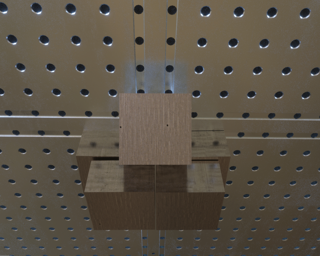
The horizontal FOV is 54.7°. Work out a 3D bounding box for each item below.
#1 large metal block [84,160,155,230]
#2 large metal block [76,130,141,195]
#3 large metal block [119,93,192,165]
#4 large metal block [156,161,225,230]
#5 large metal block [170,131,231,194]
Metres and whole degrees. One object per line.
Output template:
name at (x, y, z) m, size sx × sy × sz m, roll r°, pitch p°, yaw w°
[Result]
large metal block at (-0.047, 0.087, 0.400) m, size 0.081 × 0.050 × 0.079 m, roll 0°, pitch 130°, yaw -1°
large metal block at (-0.068, 0.050, 0.438) m, size 0.081 × 0.050 × 0.079 m, roll 1°, pitch 130°, yaw -2°
large metal block at (-0.005, 0.002, 0.370) m, size 0.081 × 0.050 × 0.080 m, roll 0°, pitch 88°, yaw -1°
large metal block at (0.035, 0.089, 0.403) m, size 0.081 × 0.050 × 0.079 m, roll 0°, pitch 130°, yaw -1°
large metal block at (0.050, 0.051, 0.439) m, size 0.081 × 0.050 × 0.079 m, roll -1°, pitch 130°, yaw 0°
